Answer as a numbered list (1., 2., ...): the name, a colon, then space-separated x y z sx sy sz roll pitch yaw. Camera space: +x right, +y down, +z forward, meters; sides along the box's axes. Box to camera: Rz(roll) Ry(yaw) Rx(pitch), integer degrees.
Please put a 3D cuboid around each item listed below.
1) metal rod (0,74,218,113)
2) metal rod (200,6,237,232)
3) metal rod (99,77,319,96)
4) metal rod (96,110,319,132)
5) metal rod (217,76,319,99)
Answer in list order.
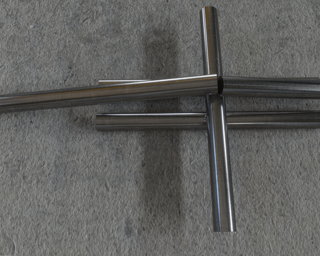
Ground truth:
1. metal rod: -0.080 -0.042 0.397 0.302 0.025 0.025 -4 70 8
2. metal rod: 0.071 -0.026 0.393 0.025 0.025 0.299 0 70 -1
3. metal rod: 0.068 -0.056 0.430 0.302 0.025 0.025 -1 70 -1
4. metal rod: 0.068 -0.010 0.413 0.302 0.025 0.025 -1 70 -1
5. metal rod: 0.221 -0.049 0.404 0.302 0.025 0.025 1 70 -11
